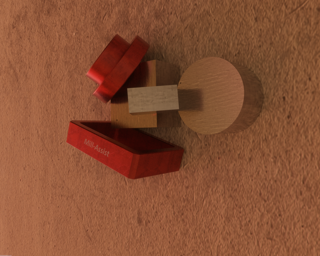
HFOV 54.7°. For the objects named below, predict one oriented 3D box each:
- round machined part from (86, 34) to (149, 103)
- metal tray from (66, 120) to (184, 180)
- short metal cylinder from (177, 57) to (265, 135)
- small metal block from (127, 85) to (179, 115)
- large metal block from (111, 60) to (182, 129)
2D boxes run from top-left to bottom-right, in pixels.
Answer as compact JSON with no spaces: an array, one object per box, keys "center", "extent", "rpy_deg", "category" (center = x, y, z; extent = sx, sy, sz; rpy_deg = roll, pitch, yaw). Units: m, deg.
[{"center":[-0.060,-0.084,0.408],"extent":[0.042,0.098,0.098],"rpy_deg":[37,122,-15],"category":"round machined part"},{"center":[-0.046,0.022,0.402],"extent":[0.130,0.091,0.030],"rpy_deg":[22,104,38],"category":"metal tray"},{"center":[0.065,-0.033,0.338],"extent":[0.080,0.050,0.080],"rpy_deg":[0,90,40],"category":"short metal cylinder"},{"center":[-0.007,-0.029,0.337],"extent":[0.050,0.050,0.025],"rpy_deg":[-5,89,-2],"category":"small metal block"},{"center":[-0.019,-0.040,0.407],"extent":[0.080,0.050,0.080],"rpy_deg":[-2,89,40],"category":"large metal block"}]
